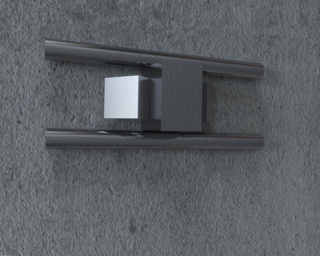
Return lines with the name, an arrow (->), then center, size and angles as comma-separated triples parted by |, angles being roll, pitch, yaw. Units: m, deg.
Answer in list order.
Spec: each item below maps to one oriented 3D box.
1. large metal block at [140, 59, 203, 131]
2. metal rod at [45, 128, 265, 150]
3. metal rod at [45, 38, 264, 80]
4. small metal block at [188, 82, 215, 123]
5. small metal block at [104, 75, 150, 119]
large metal block -> 0.011, -0.036, 0.388 | 0.050, 0.080, 0.079 | 1, 90, -20
metal rod -> 0.008, 0.017, 0.414 | 0.303, 0.025, 0.025 | 2, 90, -21
metal rod -> 0.008, -0.089, 0.414 | 0.303, 0.025, 0.025 | 1, 90, -21
small metal block -> 0.057, -0.033, 0.418 | 0.025, 0.050, 0.050 | 0, 89, 21
small metal block -> -0.041, -0.036, 0.381 | 0.025, 0.050, 0.050 | 1, 90, -60
